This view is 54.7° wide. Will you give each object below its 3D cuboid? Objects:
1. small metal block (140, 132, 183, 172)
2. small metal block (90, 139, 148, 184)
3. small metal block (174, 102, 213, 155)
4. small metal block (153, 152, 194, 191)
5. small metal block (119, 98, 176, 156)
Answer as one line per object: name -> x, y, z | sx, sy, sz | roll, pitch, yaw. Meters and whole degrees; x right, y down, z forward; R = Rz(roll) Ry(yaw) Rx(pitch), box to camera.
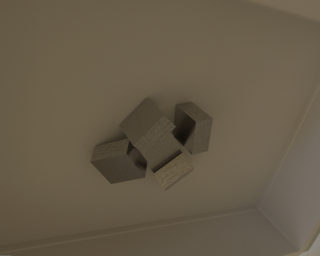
small metal block -> -0.004, 0.026, 0.421 | 0.050, 0.025, 0.050 | -36, 130, -4
small metal block -> -0.051, 0.043, 0.392 | 0.050, 0.025, 0.050 | -14, 133, 20
small metal block -> 0.043, 0.000, 0.415 | 0.025, 0.050, 0.050 | -12, 123, -24
small metal block -> 0.020, 0.063, 0.442 | 0.050, 0.025, 0.050 | -36, 166, -5
small metal block -> -0.016, -0.002, 0.381 | 0.050, 0.050, 0.025 | -45, 129, 3
